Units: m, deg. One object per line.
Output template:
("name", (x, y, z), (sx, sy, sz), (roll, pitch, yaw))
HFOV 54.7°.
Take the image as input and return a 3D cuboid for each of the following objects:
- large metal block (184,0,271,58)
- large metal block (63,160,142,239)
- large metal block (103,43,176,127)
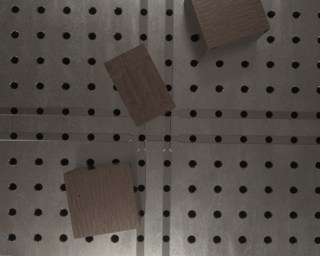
("large metal block", (0.084, -0.147, 0.402), (0.080, 0.050, 0.080), (-19, 90, -1))
("large metal block", (-0.071, 0.089, 0.400), (0.081, 0.050, 0.080), (-9, 90, -1))
("large metal block", (-0.023, -0.048, 0.386), (0.050, 0.080, 0.080), (-27, 90, 0))
